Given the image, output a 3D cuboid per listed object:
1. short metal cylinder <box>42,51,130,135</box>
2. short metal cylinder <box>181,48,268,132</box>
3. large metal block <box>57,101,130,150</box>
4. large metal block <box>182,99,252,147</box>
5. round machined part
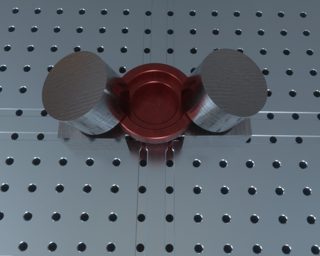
[{"bbox_3d":[-0.081,-0.038,0.345,0.080,0.050,0.080,-7,70,20],"label":"short metal cylinder"},{"bbox_3d":[0.071,-0.041,0.347,0.081,0.050,0.080,7,68,-19],"label":"short metal cylinder"},{"bbox_3d":[-0.081,-0.017,0.404,0.080,0.050,0.080,1,70,0],"label":"large metal block"},{"bbox_3d":[0.069,-0.020,0.406,0.081,0.050,0.080,-1,70,-1],"label":"large metal block"},{"bbox_3d":[-0.006,-0.027,0.381,0.099,0.042,0.098,0,70,0],"label":"round machined part"}]
